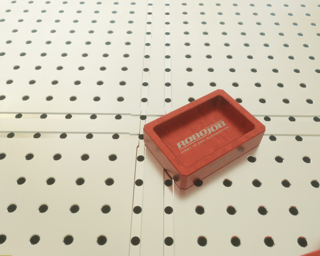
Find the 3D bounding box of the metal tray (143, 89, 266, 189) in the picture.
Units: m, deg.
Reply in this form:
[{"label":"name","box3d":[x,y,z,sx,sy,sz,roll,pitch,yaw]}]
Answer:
[{"label":"metal tray","box3d":[0.056,0.008,0.397,0.131,0.030,0.090,-27,55,-21]}]

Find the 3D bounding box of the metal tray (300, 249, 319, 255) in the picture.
[{"label":"metal tray","box3d":[0.141,0.122,0.259,0.131,0.090,0.030,-12,55,-12]}]
